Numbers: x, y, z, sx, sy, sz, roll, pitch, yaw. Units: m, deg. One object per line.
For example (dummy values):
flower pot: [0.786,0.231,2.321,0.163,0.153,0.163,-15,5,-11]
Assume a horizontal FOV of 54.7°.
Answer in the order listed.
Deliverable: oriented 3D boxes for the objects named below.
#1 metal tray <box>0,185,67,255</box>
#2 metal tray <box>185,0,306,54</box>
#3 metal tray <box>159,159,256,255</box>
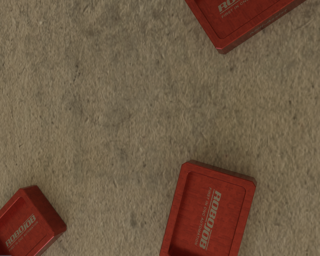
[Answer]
metal tray: [-0.217,0.164,0.480,0.130,0.030,0.090,-45,77,14]
metal tray: [0.104,-0.162,0.369,0.130,0.030,0.090,-33,80,16]
metal tray: [0.059,0.114,0.384,0.090,0.030,0.129,15,95,19]
